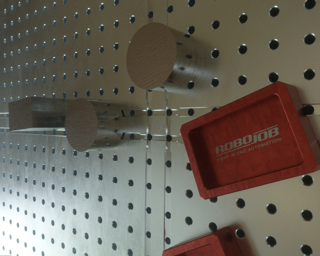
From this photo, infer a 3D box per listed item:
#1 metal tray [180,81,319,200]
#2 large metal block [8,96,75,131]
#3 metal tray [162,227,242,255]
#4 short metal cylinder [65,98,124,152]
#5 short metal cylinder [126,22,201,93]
[{"bbox_3d":[0.090,0.018,0.331,0.130,0.030,0.090,-26,74,37],"label":"metal tray"},{"bbox_3d":[-0.206,-0.022,0.544,0.080,0.081,0.050,-6,87,40],"label":"large metal block"},{"bbox_3d":[0.064,0.191,0.353,0.090,0.030,0.130,-35,69,34],"label":"metal tray"},{"bbox_3d":[-0.102,-0.005,0.477,0.080,0.050,0.079,0,90,40],"label":"short metal cylinder"},{"bbox_3d":[0.004,-0.086,0.390,0.080,0.050,0.079,0,90,40],"label":"short metal cylinder"}]
